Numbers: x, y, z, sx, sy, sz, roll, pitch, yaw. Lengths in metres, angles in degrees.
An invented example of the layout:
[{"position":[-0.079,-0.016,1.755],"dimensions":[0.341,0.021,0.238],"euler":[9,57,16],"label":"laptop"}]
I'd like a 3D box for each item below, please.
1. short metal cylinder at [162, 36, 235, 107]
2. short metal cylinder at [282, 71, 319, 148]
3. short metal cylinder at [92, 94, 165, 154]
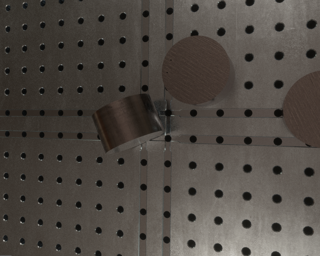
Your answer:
[{"position":[0.049,-0.067,0.382],"dimensions":[0.080,0.050,0.079],"euler":[0,90,19],"label":"short metal cylinder"},{"position":[0.176,-0.019,0.337],"dimensions":[0.080,0.050,0.079],"euler":[0,90,19],"label":"short metal cylinder"},{"position":[-0.040,-0.004,0.396],"dimensions":[0.080,0.080,0.050],"euler":[-24,82,18],"label":"short metal cylinder"}]
